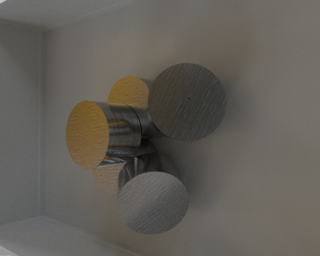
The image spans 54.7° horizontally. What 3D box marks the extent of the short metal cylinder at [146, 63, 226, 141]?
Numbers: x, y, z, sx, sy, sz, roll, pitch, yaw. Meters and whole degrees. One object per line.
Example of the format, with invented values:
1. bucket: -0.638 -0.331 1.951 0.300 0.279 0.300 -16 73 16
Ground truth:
1. short metal cylinder: 0.026 -0.026 0.339 0.081 0.050 0.079 0 89 -5

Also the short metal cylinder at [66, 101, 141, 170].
1. short metal cylinder: -0.070 0.008 0.377 0.080 0.050 0.079 0 90 39

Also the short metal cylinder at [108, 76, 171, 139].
1. short metal cylinder: -0.024 -0.025 0.406 0.080 0.050 0.079 0 90 39

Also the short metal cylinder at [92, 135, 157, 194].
1. short metal cylinder: -0.050 0.047 0.428 0.080 0.050 0.079 0 90 39

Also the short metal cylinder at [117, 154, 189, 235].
1. short metal cylinder: -0.010 0.077 0.367 0.050 0.081 0.079 -112 39 -71
